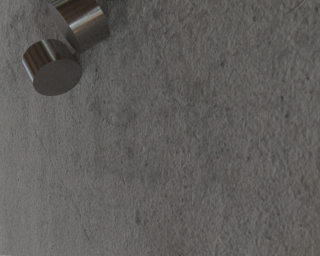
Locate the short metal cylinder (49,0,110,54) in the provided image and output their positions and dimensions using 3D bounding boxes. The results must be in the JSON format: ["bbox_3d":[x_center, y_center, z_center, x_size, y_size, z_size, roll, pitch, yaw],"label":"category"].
[{"bbox_3d":[-0.118,-0.157,0.456,0.050,0.080,0.080,-37,59,-15],"label":"short metal cylinder"}]

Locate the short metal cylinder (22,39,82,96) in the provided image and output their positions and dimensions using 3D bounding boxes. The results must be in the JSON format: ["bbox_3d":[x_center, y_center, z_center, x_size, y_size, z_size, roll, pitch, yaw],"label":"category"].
[{"bbox_3d":[-0.178,-0.099,0.513,0.080,0.081,0.050,-49,61,28],"label":"short metal cylinder"}]
